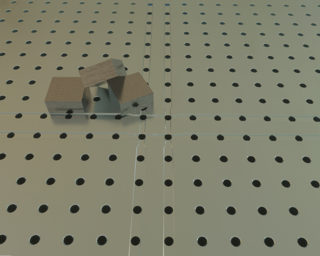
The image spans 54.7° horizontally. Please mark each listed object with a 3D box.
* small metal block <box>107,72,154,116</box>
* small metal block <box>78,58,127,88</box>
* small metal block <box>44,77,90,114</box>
[{"bbox_3d":[-0.043,-0.050,0.449,0.050,0.025,0.050,-20,53,-17],"label":"small metal block"},{"bbox_3d":[-0.081,-0.078,0.445,0.050,0.025,0.050,-18,6,12],"label":"small metal block"},{"bbox_3d":[-0.132,-0.048,0.446,0.050,0.025,0.050,0,50,-1],"label":"small metal block"}]
